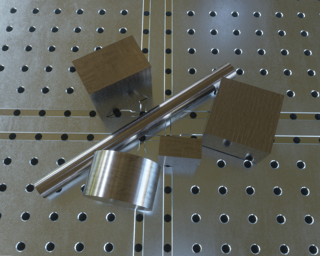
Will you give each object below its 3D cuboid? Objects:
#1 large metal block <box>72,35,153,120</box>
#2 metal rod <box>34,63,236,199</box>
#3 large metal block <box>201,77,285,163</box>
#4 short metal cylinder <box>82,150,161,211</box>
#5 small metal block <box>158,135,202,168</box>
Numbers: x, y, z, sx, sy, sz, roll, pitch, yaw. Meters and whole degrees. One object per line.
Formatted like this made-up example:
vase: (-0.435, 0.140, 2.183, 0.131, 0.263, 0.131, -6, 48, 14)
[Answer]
large metal block: (-0.058, -0.063, 0.406, 0.080, 0.080, 0.050, -27, 73, -10)
metal rod: (-0.024, -0.003, 0.412, 0.301, 0.025, 0.025, -33, 74, -12)
large metal block: (0.104, -0.009, 0.400, 0.080, 0.050, 0.080, 18, 71, 6)
short metal cylinder: (-0.043, 0.062, 0.359, 0.080, 0.080, 0.050, 11, 71, 3)
small metal block: (0.024, 0.031, 0.388, 0.050, 0.050, 0.025, 5, 70, 1)
